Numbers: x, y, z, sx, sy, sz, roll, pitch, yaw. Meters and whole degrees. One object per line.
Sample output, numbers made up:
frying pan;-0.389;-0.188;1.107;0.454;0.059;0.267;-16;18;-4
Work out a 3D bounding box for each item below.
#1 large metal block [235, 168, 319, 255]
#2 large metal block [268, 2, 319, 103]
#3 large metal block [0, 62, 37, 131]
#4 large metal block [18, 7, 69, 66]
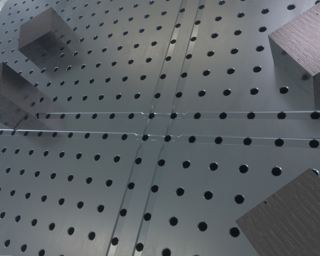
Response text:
large metal block;0.127;0.096;0.267;0.080;0.050;0.080;-37;51;3
large metal block;0.184;-0.090;0.351;0.080;0.050;0.080;-32;52;7
large metal block;-0.267;-0.055;0.549;0.050;0.080;0.080;-27;52;12
large metal block;-0.237;-0.187;0.633;0.080;0.050;0.080;-24;53;13
